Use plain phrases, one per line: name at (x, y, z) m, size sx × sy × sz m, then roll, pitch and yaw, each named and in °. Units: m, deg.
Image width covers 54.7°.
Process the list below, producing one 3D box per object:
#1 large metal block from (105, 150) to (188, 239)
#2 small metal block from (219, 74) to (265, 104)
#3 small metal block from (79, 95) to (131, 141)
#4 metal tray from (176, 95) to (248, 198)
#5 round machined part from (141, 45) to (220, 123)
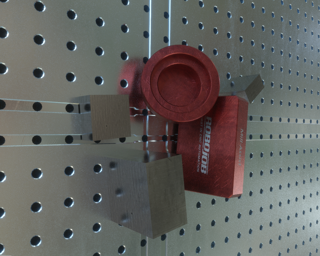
large metal block at (-0.018, 0.071, 0.361) m, size 0.050 × 0.080 × 0.079 m, roll -9°, pitch 96°, yaw -40°
small metal block at (0.134, -0.062, 0.508) m, size 0.050 × 0.050 × 0.025 m, roll -44°, pitch 117°, yaw -31°
small metal block at (-0.063, -0.013, 0.358) m, size 0.050 × 0.025 × 0.050 m, roll -6°, pitch 94°, yaw -40°
metal tray at (0.068, 0.023, 0.423) m, size 0.030 × 0.090 × 0.129 m, roll 10°, pitch 84°, yaw -51°
round machined part at (0.024, -0.054, 0.401) m, size 0.099 × 0.042 × 0.097 m, roll 1°, pitch 83°, yaw -7°
